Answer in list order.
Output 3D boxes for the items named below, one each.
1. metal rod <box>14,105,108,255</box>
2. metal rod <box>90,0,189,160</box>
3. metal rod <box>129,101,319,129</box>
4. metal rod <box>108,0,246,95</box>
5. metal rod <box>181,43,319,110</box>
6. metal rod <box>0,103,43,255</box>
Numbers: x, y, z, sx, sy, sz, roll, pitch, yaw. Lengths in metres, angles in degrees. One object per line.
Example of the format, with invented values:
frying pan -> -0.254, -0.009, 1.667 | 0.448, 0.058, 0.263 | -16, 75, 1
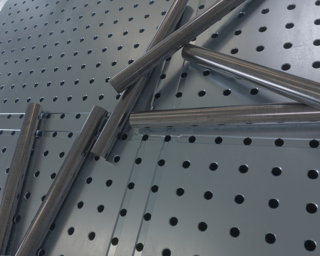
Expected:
metal rod -> -0.146, 0.102, 0.423 | 0.025, 0.025, 0.300 | 10, 67, 32
metal rod -> -0.024, -0.089, 0.476 | 0.025, 0.025, 0.300 | 13, 68, 33
metal rod -> 0.098, -0.015, 0.366 | 0.300, 0.025, 0.025 | -2, 61, 27
metal rod -> 0.053, -0.148, 0.454 | 0.301, 0.025, 0.025 | -37, 51, -4
metal rod -> 0.128, -0.053, 0.349 | 0.025, 0.025, 0.300 | -49, 44, -6
metal rod -> -0.223, 0.091, 0.471 | 0.025, 0.025, 0.300 | -13, 56, 21
